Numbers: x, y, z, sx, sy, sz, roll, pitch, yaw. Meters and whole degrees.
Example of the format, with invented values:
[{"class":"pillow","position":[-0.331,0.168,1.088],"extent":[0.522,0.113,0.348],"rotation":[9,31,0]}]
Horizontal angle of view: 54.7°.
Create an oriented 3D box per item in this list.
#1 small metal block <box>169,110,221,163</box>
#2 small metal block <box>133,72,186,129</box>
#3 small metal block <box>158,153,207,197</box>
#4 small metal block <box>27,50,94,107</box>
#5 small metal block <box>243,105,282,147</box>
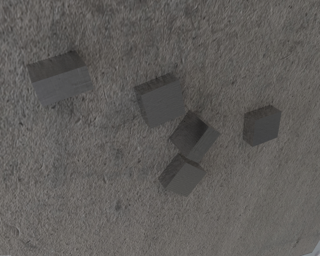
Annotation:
[{"class":"small metal block","position":[0.046,0.011,0.423],"extent":[0.025,0.050,0.050],"rotation":[27,104,-37]},{"class":"small metal block","position":[0.000,-0.034,0.386],"extent":[0.050,0.025,0.050],"rotation":[-25,128,-13]},{"class":"small metal block","position":[0.034,0.072,0.470],"extent":[0.050,0.025,0.050],"rotation":[29,102,-38]},{"class":"small metal block","position":[-0.099,-0.051,0.305],"extent":[0.050,0.050,0.025],"rotation":[-22,127,-15]},{"class":"small metal block","position":[0.162,-0.004,0.493],"extent":[0.050,0.025,0.050],"rotation":[-18,126,-18]}]
